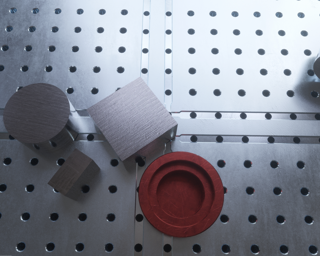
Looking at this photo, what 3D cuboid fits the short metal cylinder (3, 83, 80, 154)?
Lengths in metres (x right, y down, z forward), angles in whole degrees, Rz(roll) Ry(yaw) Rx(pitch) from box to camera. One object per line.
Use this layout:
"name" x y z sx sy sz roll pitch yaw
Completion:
"short metal cylinder" -0.150 -0.011 0.401 0.081 0.050 0.080 0 70 0

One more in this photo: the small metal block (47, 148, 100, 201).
"small metal block" -0.102 0.058 0.376 0.025 0.050 0.050 32 73 11

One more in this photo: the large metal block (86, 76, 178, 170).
"large metal block" -0.035 -0.005 0.400 0.080 0.050 0.080 -34 74 -12

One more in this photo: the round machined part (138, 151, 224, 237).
"round machined part" 0.024 0.080 0.374 0.099 0.042 0.098 0 70 -1

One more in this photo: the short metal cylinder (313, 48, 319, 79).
"short metal cylinder" 0.259 -0.097 0.421 0.080 0.080 0.050 25 72 8
